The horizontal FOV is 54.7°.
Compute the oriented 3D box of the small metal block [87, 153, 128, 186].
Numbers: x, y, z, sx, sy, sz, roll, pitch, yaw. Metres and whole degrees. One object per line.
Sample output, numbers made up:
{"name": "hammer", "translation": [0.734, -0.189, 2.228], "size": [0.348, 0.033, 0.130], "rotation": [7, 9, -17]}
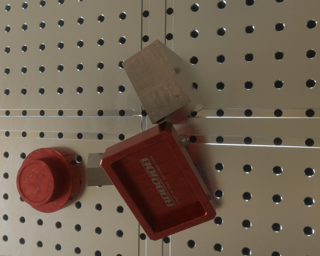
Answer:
{"name": "small metal block", "translation": [-0.070, 0.053, 0.411], "size": [0.050, 0.050, 0.025], "rotation": [-1, 107, -10]}

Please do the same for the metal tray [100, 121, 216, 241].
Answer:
{"name": "metal tray", "translation": [0.001, 0.067, 0.374], "size": [0.090, 0.030, 0.130], "rotation": [-25, 109, 12]}

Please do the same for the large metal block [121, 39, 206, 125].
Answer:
{"name": "large metal block", "translation": [0.008, -0.051, 0.380], "size": [0.050, 0.080, 0.080], "rotation": [-30, 80, 17]}

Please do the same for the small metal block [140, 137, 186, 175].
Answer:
{"name": "small metal block", "translation": [0.003, 0.033, 0.411], "size": [0.050, 0.025, 0.050], "rotation": [11, 94, 19]}

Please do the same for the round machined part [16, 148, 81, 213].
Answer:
{"name": "round machined part", "translation": [-0.172, 0.078, 0.463], "size": [0.098, 0.042, 0.097], "rotation": [0, 90, 19]}
